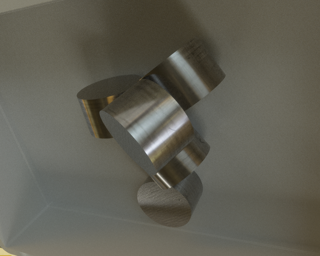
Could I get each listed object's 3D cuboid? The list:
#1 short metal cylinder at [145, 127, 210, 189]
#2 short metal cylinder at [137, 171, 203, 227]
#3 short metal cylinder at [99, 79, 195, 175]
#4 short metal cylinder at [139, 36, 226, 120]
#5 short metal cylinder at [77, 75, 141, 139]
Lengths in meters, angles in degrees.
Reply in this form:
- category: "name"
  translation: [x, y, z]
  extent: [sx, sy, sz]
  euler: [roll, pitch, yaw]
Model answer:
- category: "short metal cylinder"
  translation: [0.015, 0.029, 0.383]
  extent: [0.050, 0.080, 0.080]
  euler: [48, 128, -6]
- category: "short metal cylinder"
  translation: [0.015, 0.094, 0.441]
  extent: [0.080, 0.050, 0.079]
  euler: [13, 124, 20]
- category: "short metal cylinder"
  translation: [-0.013, -0.001, 0.302]
  extent: [0.080, 0.050, 0.080]
  euler: [43, 162, 18]
- category: "short metal cylinder"
  translation: [0.021, -0.052, 0.329]
  extent: [0.080, 0.080, 0.050]
  euler: [-31, 101, 37]
- category: "short metal cylinder"
  translation: [-0.055, -0.028, 0.383]
  extent: [0.080, 0.080, 0.050]
  euler: [0, 119, 28]
